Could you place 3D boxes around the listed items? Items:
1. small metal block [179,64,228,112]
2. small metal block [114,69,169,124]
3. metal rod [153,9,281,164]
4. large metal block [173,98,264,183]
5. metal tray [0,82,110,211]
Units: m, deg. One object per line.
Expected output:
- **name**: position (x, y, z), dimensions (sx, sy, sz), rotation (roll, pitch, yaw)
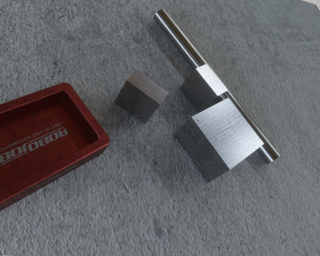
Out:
- **small metal block**: position (0.063, -0.057, 0.459), dimensions (0.025, 0.050, 0.050), rotation (-29, 78, -38)
- **small metal block**: position (-0.025, -0.039, 0.400), dimensions (0.050, 0.050, 0.025), rotation (36, 51, -5)
- **metal rod**: position (0.086, -0.072, 0.495), dimensions (0.025, 0.025, 0.299), rotation (-28, 77, -38)
- **large metal block**: position (0.080, 0.015, 0.423), dimensions (0.081, 0.050, 0.080), rotation (-27, 77, -37)
- **metal tray**: position (-0.130, 0.013, 0.322), dimensions (0.131, 0.030, 0.090), rotation (-30, 79, -38)
